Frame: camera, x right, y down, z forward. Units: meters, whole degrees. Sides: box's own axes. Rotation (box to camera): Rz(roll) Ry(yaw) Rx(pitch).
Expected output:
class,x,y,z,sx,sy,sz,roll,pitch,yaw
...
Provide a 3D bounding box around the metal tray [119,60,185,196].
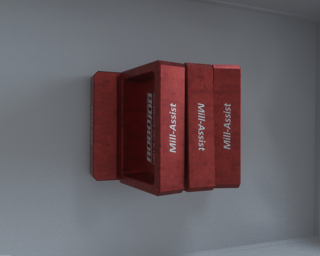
class,x,y,z,sx,sy,sz,roll,pitch,yaw
metal tray,-0.012,0.000,0.335,0.030,0.090,0.129,0,90,-33

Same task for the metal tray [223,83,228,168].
class,x,y,z,sx,sy,sz,roll,pitch,yaw
metal tray,0.045,0.000,0.423,0.091,0.030,0.129,1,90,-20

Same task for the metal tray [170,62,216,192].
class,x,y,z,sx,sy,sz,roll,pitch,yaw
metal tray,0.026,0.000,0.350,0.030,0.090,0.129,0,88,-20

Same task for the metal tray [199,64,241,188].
class,x,y,z,sx,sy,sz,roll,pitch,yaw
metal tray,0.065,-0.002,0.363,0.030,0.090,0.129,0,90,-6

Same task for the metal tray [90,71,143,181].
class,x,y,z,sx,sy,sz,roll,pitch,yaw
metal tray,-0.040,-0.002,0.390,0.091,0.030,0.129,1,90,-20
